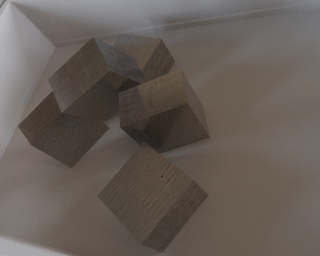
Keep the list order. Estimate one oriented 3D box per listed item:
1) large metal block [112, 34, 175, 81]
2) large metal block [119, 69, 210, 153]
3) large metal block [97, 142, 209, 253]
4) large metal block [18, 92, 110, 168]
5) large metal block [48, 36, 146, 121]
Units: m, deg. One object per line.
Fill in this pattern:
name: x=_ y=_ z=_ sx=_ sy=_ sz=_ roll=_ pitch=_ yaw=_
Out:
large metal block: x=-0.038 y=-0.090 z=0.463 sx=0.080 sy=0.050 sz=0.080 roll=19 pitch=71 yaw=35
large metal block: x=0.006 y=-0.015 z=0.375 sx=0.080 sy=0.080 sz=0.050 roll=-19 pitch=55 yaw=17
large metal block: x=-0.008 y=0.076 z=0.346 sx=0.080 sy=0.050 sz=0.080 roll=35 pitch=81 yaw=38
large metal block: x=-0.134 y=-0.001 z=0.439 sx=0.080 sy=0.080 sz=0.050 roll=-48 pitch=52 yaw=-5
large metal block: x=-0.074 y=-0.056 z=0.385 sx=0.080 sy=0.080 sz=0.050 roll=-36 pitch=68 yaw=21
